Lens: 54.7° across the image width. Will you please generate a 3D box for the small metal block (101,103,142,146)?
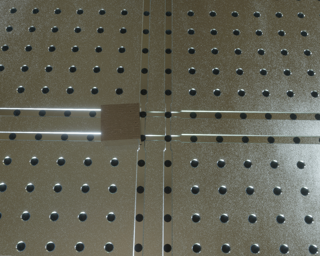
[{"bbox_3d":[-0.051,-0.004,0.413,0.050,0.025,0.050,-3,70,-2],"label":"small metal block"}]
